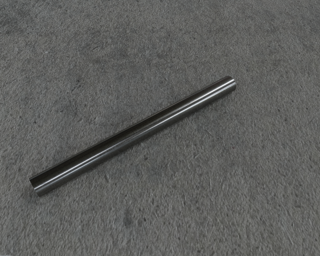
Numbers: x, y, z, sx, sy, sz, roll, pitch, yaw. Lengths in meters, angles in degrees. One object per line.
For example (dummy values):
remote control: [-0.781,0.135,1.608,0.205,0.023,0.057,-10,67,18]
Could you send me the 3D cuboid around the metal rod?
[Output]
metal rod: [-0.018,0.001,0.405,0.302,0.025,0.025,-29,56,-22]
